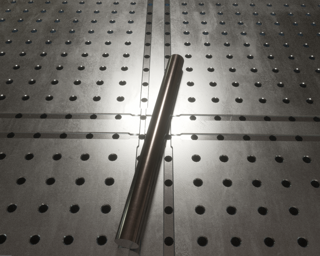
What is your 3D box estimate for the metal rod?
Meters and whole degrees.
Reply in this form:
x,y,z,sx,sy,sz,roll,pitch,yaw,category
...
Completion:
x,y,z,sx,sy,sz,roll,pitch,yaw,category
-0.003,0.003,0.404,0.025,0.025,0.300,9,50,7,metal rod
